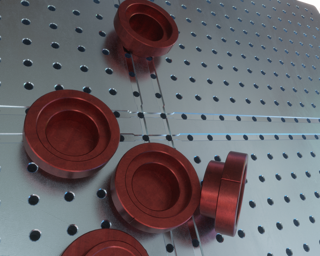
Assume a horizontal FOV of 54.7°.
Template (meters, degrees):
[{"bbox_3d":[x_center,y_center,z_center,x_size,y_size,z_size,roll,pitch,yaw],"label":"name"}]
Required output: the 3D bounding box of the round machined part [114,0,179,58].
[{"bbox_3d":[-0.024,-0.148,0.476,0.099,0.042,0.098,14,56,-21],"label":"round machined part"}]

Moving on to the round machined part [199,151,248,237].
[{"bbox_3d":[0.076,0.075,0.371,0.042,0.098,0.098,9,49,19],"label":"round machined part"}]

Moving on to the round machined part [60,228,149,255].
[{"bbox_3d":[-0.049,0.142,0.285,0.099,0.042,0.098,14,56,-21],"label":"round machined part"}]

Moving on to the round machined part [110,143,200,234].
[{"bbox_3d":[-0.008,0.069,0.349,0.099,0.042,0.098,12,56,-18],"label":"round machined part"}]

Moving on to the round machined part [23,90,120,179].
[{"bbox_3d":[-0.097,0.010,0.340,0.099,0.042,0.098,14,56,-21],"label":"round machined part"}]
